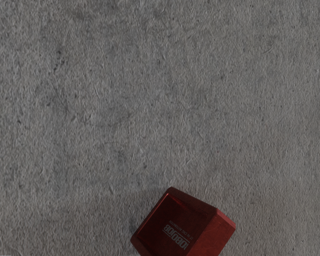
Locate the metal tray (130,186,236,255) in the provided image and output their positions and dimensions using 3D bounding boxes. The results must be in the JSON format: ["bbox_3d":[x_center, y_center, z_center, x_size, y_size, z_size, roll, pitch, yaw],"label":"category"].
[{"bbox_3d":[0.020,0.124,0.362,0.030,0.130,0.090,43,77,-16],"label":"metal tray"}]
